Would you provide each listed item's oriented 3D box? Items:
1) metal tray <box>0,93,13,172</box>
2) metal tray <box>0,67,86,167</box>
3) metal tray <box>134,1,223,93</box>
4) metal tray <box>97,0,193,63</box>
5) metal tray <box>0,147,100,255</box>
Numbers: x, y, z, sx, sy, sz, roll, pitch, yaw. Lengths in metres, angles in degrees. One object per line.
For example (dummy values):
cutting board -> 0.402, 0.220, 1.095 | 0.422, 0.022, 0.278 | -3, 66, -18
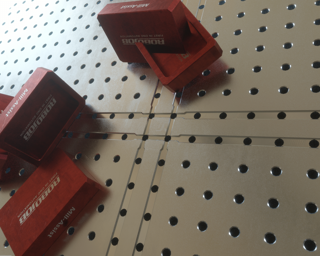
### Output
metal tray -> -0.276, 0.016, 0.516 | 0.090, 0.030, 0.130 | -45, 44, 36
metal tray -> -0.184, -0.015, 0.473 | 0.030, 0.090, 0.130 | 22, 73, 35
metal tray -> 0.018, -0.126, 0.451 | 0.090, 0.030, 0.130 | -39, 60, 14
metal tray -> -0.020, -0.141, 0.461 | 0.130, 0.090, 0.030 | 9, 55, 32
metal tray -> -0.155, 0.101, 0.426 | 0.090, 0.030, 0.130 | 35, 81, 38
